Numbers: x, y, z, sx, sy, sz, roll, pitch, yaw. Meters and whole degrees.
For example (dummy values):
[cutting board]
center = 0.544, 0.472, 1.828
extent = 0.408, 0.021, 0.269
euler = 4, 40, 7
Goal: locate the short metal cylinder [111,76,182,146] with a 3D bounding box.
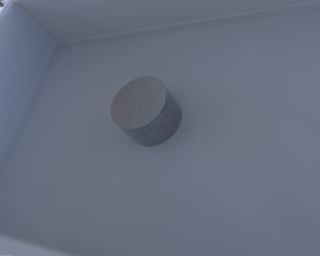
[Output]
[short metal cylinder]
center = -0.018, -0.022, 0.414
extent = 0.080, 0.050, 0.080
euler = -13, 56, 21
